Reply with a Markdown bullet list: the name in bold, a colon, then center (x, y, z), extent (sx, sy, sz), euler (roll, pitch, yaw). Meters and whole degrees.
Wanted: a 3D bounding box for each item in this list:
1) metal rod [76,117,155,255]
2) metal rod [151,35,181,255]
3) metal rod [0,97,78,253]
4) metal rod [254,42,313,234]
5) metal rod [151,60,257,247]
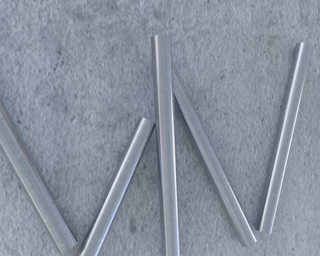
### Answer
- **metal rod**: center (-0.075, 0.126, 0.382), extent (0.025, 0.025, 0.299), euler (27, 81, -19)
- **metal rod**: center (0.009, 0.035, 0.399), extent (0.025, 0.025, 0.298), euler (-5, 97, -20)
- **metal rod**: center (-0.171, 0.007, 0.345), extent (0.025, 0.025, 0.299), euler (-28, 100, -18)
- **metal rod**: center (0.193, 0.012, 0.482), extent (0.025, 0.025, 0.299), euler (17, 84, -20)
- **metal rod**: center (0.066, 0.037, 0.434), extent (0.025, 0.025, 0.299), euler (-30, 100, -18)
